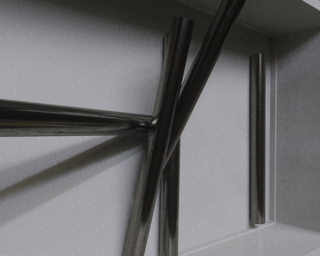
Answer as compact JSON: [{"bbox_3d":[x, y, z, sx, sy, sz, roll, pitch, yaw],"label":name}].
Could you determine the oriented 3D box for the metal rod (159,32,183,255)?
[{"bbox_3d":[0.015,0.022,0.418,0.025,0.025,0.298,2,89,-40],"label":"metal rod"}]

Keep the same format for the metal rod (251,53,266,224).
[{"bbox_3d":[0.175,0.019,0.552,0.025,0.025,0.298,0,90,-40],"label":"metal rod"}]

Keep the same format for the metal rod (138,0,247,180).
[{"bbox_3d":[0.045,-0.063,0.363,0.025,0.025,0.298,15,106,-39],"label":"metal rod"}]

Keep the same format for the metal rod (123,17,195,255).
[{"bbox_3d":[-0.005,0.026,0.360,0.025,0.025,0.298,6,99,-40],"label":"metal rod"}]

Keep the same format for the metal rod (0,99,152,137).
[{"bbox_3d":[-0.070,-0.005,0.270,0.301,0.025,0.025,2,89,-64],"label":"metal rod"}]
